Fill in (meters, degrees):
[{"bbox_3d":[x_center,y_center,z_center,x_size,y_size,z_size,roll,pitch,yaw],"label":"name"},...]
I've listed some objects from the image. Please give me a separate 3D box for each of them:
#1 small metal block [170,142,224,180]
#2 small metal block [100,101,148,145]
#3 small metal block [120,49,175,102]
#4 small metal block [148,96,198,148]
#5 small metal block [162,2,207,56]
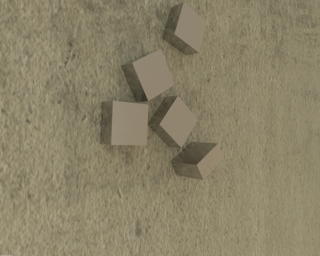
[{"bbox_3d":[0.052,0.045,0.435,0.050,0.050,0.025,-39,114,-33],"label":"small metal block"},{"bbox_3d":[-0.042,-0.005,0.371,0.050,0.025,0.050,3,88,-40],"label":"small metal block"},{"bbox_3d":[-0.015,-0.067,0.394,0.050,0.025,0.050,-36,112,-35],"label":"small metal block"},{"bbox_3d":[0.018,-0.008,0.422,0.050,0.025,0.050,47,62,-30],"label":"small metal block"},{"bbox_3d":[0.035,-0.138,0.436,0.050,0.025,0.050,25,74,-38],"label":"small metal block"}]
